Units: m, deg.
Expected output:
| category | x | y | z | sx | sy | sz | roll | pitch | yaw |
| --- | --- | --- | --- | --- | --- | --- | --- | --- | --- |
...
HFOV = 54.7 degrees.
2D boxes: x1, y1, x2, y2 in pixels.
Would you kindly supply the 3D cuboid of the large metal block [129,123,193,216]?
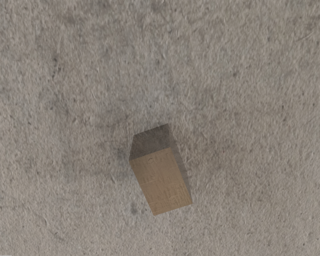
| category | x | y | z | sx | sy | sz | roll | pitch | yaw |
| --- | --- | --- | --- | --- | --- | --- | --- | --- | --- |
| large metal block | 0.002 | 0.050 | 0.399 | 0.050 | 0.080 | 0.080 | -19 | 109 | 7 |
